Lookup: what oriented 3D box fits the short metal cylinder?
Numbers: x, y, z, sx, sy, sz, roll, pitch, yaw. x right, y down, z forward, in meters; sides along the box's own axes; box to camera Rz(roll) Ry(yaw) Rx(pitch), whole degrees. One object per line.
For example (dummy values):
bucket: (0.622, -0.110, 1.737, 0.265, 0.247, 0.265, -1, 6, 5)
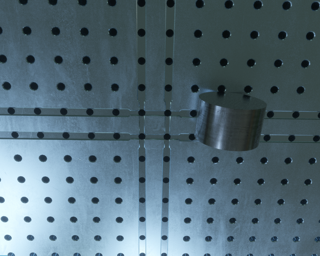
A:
short metal cylinder: (0.085, -0.011, 0.381, 0.081, 0.080, 0.050, 4, 110, -2)
